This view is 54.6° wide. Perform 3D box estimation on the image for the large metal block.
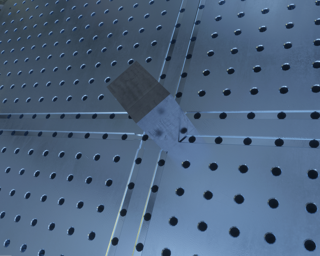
[{"bbox_3d":[-0.011,-0.026,0.395,0.050,0.080,0.080,-42,51,0],"label":"large metal block"}]
